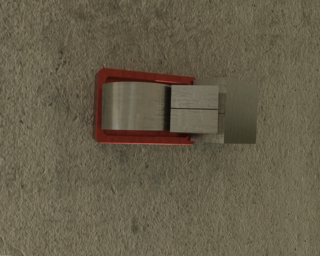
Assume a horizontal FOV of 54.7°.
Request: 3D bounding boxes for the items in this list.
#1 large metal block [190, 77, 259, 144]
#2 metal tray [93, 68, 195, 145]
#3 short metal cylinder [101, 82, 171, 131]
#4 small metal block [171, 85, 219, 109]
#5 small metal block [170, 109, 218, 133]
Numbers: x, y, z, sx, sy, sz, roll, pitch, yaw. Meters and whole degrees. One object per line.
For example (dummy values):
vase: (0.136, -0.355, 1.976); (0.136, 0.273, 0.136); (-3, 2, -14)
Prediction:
large metal block: (0.088, -0.020, 0.414); (0.081, 0.050, 0.080); (4, 89, -46)
metal tray: (-0.018, -0.025, 0.401); (0.131, 0.030, 0.089); (2, 89, -20)
short metal cylinder: (-0.026, -0.023, 0.358); (0.081, 0.080, 0.050); (1, 90, -20)
small metal block: (0.040, -0.032, 0.356); (0.050, 0.050, 0.025); (2, 88, 6)
small metal block: (0.039, -0.007, 0.355); (0.050, 0.050, 0.025); (2, 88, 6)
